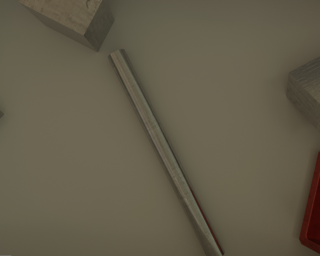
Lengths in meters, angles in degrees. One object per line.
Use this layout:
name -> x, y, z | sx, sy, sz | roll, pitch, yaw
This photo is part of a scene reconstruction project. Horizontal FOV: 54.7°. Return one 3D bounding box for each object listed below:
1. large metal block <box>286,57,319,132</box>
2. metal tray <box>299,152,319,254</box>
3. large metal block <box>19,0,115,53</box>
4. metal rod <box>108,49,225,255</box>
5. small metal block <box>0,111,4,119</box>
large metal block -> 0.218, -0.046, 0.383 | 0.080, 0.050, 0.080 | -28, 55, 0
metal tray -> 0.229, 0.097, 0.379 | 0.030, 0.090, 0.129 | 13, 90, -23
large metal block -> -0.109, -0.143, 0.382 | 0.080, 0.080, 0.050 | 27, 90, -1
metal rod -> 0.008, 0.035, 0.411 | 0.025, 0.025, 0.299 | -26, 90, 0
small metal block -> -0.247, -0.018, 0.408 | 0.050, 0.025, 0.050 | 43, 90, -1
